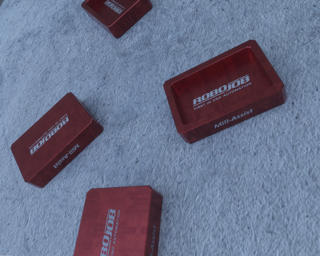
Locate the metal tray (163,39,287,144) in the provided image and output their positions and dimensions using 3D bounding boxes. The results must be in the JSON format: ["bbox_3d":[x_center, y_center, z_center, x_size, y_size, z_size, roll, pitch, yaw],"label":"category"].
[{"bbox_3d":[0.076,-0.046,0.388,0.130,0.030,0.090,-25,53,13],"label":"metal tray"}]

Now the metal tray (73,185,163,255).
[{"bbox_3d":[-0.049,0.133,0.345,0.090,0.030,0.130,-8,58,24],"label":"metal tray"}]

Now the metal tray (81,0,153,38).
[{"bbox_3d":[-0.085,-0.232,0.587,0.090,0.030,0.130,-43,51,-2],"label":"metal tray"}]

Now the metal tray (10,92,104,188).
[{"bbox_3d":[-0.160,0.016,0.475,0.130,0.030,0.090,-44,51,-2],"label":"metal tray"}]
